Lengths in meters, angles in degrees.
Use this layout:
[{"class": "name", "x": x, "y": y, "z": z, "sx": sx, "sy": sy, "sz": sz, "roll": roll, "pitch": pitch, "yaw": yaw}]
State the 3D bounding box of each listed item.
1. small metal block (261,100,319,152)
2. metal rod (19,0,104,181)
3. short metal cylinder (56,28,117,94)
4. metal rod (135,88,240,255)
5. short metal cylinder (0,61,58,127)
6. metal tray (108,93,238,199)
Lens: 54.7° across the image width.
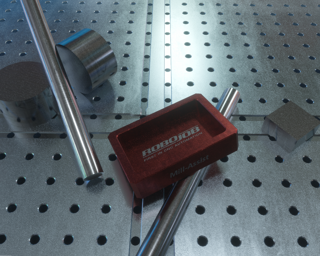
[{"class": "small metal block", "x": 0.174, "y": -0.003, "z": 0.413, "sx": 0.050, "sy": 0.025, "sz": 0.050, "roll": -30, "pitch": 56, "yaw": -23}, {"class": "metal rod", "x": -0.137, "y": -0.073, "z": 0.404, "sx": 0.025, "sy": 0.025, "sz": 0.299, "roll": -20, "pitch": 72, "yaw": -16}, {"class": "short metal cylinder", "x": -0.109, "y": -0.097, "z": 0.452, "sx": 0.080, "sy": 0.080, "sz": 0.050, "roll": 32, "pitch": 57, "yaw": 23}, {"class": "metal rod", "x": 0.037, "y": 0.054, "z": 0.362, "sx": 0.025, "sy": 0.025, "sz": 0.301, "roll": 21, "pitch": 53, "yaw": 16}, {"class": "short metal cylinder", "x": -0.184, "y": -0.047, "z": 0.429, "sx": 0.081, "sy": 0.050, "sz": 0.080, "roll": 0, "pitch": 50, "yaw": 0}, {"class": "metal tray", "x": 0.014, "y": 0.016, "z": 0.367, "sx": 0.131, "sy": 0.030, "sz": 0.090, "roll": -25, "pitch": 43, "yaw": -10}]
